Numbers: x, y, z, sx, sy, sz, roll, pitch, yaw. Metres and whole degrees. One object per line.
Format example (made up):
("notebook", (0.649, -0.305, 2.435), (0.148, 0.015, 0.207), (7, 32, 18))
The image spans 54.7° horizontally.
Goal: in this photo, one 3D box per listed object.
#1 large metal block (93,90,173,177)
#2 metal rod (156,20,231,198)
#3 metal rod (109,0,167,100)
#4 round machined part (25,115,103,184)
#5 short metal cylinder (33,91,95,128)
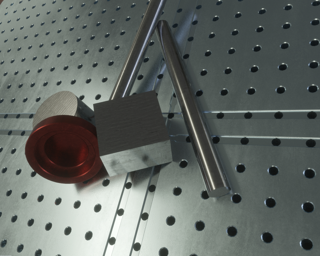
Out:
("large metal block", (-0.034, 0.006, 0.390), (0.081, 0.050, 0.080), (-13, 54, -3))
("metal rod", (0.033, -0.049, 0.419), (0.025, 0.025, 0.299), (-24, 53, 13))
("metal rod", (-0.032, -0.121, 0.475), (0.025, 0.025, 0.299), (11, 74, 32))
("round machined part", (-0.123, 0.024, 0.414), (0.098, 0.098, 0.042), (-27, 30, 11))
("short metal cylinder", (-0.144, -0.010, 0.471), (0.080, 0.050, 0.080), (-13, 56, 20))
